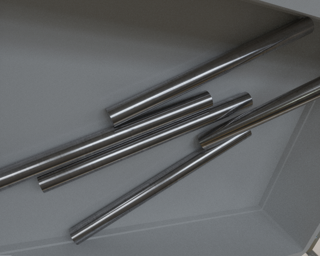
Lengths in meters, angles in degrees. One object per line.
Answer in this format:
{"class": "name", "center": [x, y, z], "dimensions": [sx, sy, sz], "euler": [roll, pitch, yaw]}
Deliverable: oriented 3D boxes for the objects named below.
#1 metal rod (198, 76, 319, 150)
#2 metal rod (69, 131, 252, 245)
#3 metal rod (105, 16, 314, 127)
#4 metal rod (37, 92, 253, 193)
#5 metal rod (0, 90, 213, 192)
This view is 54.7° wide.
{"class": "metal rod", "center": [0.184, -0.043, 0.398], "dimensions": [0.300, 0.025, 0.025], "euler": [-28, 134, 24]}
{"class": "metal rod", "center": [0.007, 0.078, 0.460], "dimensions": [0.301, 0.025, 0.025], "euler": [-31, 129, -9]}
{"class": "metal rod", "center": [0.073, -0.078, 0.399], "dimensions": [0.302, 0.025, 0.025], "euler": [-26, 128, -12]}
{"class": "metal rod", "center": [-0.008, 0.013, 0.411], "dimensions": [0.302, 0.025, 0.025], "euler": [-22, 127, -15]}
{"class": "metal rod", "center": [-0.070, 0.015, 0.379], "dimensions": [0.302, 0.025, 0.025], "euler": [-22, 127, -15]}
